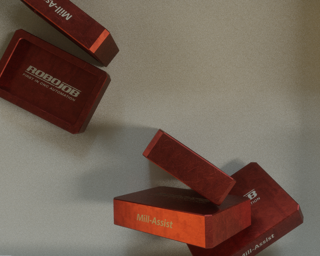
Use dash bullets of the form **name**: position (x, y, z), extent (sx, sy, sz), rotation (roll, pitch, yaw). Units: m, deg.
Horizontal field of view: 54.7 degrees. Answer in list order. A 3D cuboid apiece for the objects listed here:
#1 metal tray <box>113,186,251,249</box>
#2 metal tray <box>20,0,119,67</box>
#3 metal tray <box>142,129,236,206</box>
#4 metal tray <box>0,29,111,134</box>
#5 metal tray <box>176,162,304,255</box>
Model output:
- **metal tray**: position (0.023, 0.093, 0.347), extent (0.130, 0.091, 0.030), rotation (-2, 90, 40)
- **metal tray**: position (-0.115, -0.132, 0.377), extent (0.130, 0.090, 0.030), rotation (38, 90, 0)
- **metal tray**: position (0.028, 0.038, 0.359), extent (0.090, 0.130, 0.030), rotation (34, 90, 0)
- **metal tray**: position (-0.143, -0.059, 0.407), extent (0.130, 0.030, 0.090), rotation (27, 90, 0)
- **metal tray**: position (0.091, 0.110, 0.379), extent (0.130, 0.090, 0.030), rotation (-34, 127, 0)
